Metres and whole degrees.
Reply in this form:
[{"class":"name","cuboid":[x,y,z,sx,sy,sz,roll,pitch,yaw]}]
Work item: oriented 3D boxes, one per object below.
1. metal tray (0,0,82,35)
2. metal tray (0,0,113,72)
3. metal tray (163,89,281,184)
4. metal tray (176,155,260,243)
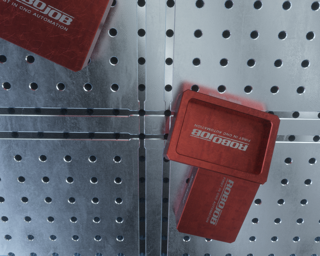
[{"class":"metal tray","cuboid":[-0.158,-0.153,0.352,0.131,0.030,0.089,0,110,-1]},{"class":"metal tray","cuboid":[-0.128,-0.128,0.329,0.131,0.030,0.089,24,108,-10]},{"class":"metal tray","cuboid":[0.079,0.012,0.396,0.131,0.030,0.090,16,83,-6]},{"class":"metal tray","cuboid":[0.084,0.099,0.448,0.091,0.030,0.129,14,109,-6]}]
